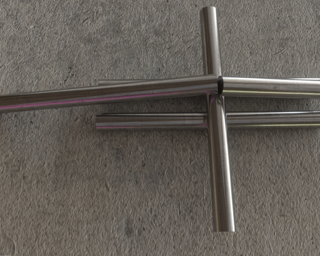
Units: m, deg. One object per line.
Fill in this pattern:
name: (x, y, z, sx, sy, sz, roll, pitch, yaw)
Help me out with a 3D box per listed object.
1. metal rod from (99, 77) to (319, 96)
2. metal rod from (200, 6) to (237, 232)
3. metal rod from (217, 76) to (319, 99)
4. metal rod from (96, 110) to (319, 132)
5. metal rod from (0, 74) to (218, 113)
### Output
metal rod: (0.068, -0.056, 0.430, 0.302, 0.025, 0.025, -1, 70, -1)
metal rod: (0.071, -0.026, 0.393, 0.025, 0.025, 0.299, 0, 70, -1)
metal rod: (0.221, -0.049, 0.404, 0.302, 0.025, 0.025, 1, 70, -11)
metal rod: (0.068, -0.010, 0.413, 0.302, 0.025, 0.025, -1, 70, -1)
metal rod: (-0.080, -0.042, 0.397, 0.302, 0.025, 0.025, -4, 70, 8)
